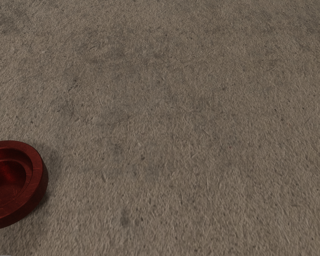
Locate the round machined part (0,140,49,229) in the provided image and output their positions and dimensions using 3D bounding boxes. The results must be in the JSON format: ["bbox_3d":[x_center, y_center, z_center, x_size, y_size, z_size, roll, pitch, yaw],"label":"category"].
[{"bbox_3d":[-0.171,0.064,0.336,0.099,0.042,0.098,0,50,0],"label":"round machined part"}]
